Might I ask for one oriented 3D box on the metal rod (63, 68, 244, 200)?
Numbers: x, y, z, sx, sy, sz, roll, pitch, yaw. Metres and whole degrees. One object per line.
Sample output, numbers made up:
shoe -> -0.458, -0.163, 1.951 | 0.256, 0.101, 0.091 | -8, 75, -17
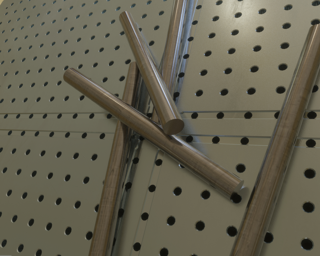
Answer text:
metal rod -> -0.028, -0.007, 0.399 | 0.300, 0.025, 0.025 | 34, 80, 29

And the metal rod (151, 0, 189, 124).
metal rod -> 0.022, -0.133, 0.476 | 0.025, 0.025, 0.299 | -4, 60, 26

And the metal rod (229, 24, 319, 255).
metal rod -> 0.133, 0.011, 0.331 | 0.025, 0.025, 0.300 | 14, 68, 33

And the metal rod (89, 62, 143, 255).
metal rod -> -0.054, 0.035, 0.413 | 0.025, 0.025, 0.299 | -6, 59, 25

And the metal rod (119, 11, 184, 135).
metal rod -> -0.023, -0.100, 0.456 | 0.025, 0.025, 0.300 | -30, 45, 9
